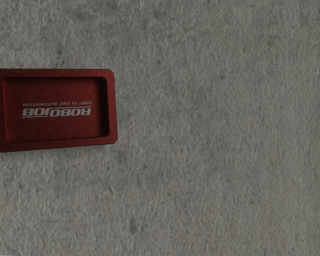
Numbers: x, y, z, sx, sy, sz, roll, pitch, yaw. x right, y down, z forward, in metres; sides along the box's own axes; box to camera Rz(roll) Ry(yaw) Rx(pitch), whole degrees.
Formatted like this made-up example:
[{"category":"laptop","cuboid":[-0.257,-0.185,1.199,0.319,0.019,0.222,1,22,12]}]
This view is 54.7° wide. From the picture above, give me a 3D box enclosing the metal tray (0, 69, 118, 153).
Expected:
[{"category":"metal tray","cuboid":[-0.119,-0.022,0.362,0.131,0.030,0.089,-4,91,-20]}]
